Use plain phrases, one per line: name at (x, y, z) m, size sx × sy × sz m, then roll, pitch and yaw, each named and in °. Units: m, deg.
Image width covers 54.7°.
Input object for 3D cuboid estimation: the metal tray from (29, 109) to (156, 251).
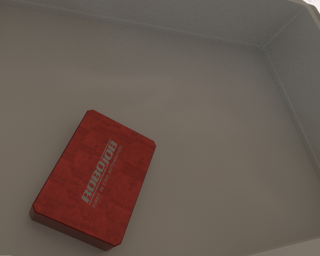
metal tray at (-0.066, 0.052, 0.336) m, size 0.090 × 0.030 × 0.130 m, roll 28°, pitch 52°, yaw -11°
